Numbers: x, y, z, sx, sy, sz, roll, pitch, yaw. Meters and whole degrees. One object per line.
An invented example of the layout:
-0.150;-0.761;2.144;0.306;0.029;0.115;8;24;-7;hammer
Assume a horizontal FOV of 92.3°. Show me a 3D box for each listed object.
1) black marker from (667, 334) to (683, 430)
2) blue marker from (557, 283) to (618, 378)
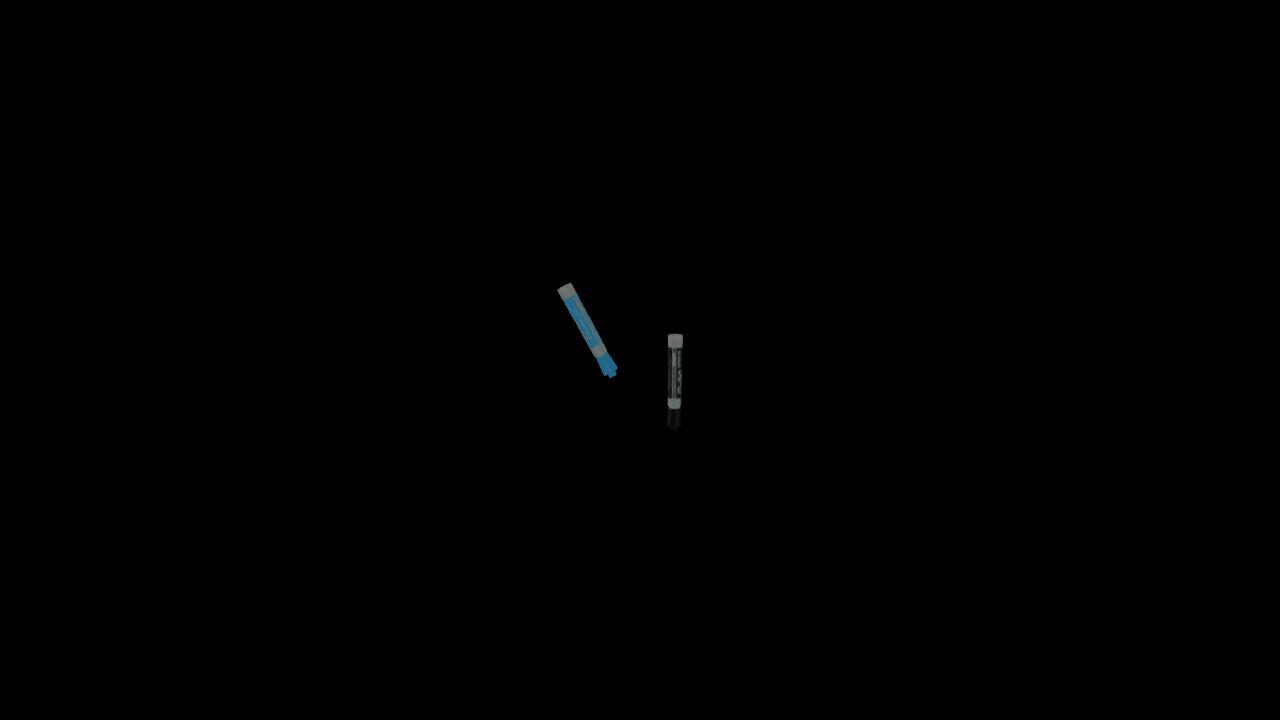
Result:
0.043;0.028;0.766;0.020;0.121;0.020;0;11;0;black marker
-0.060;-0.033;0.724;0.020;0.121;0.020;-29;5;2;blue marker
